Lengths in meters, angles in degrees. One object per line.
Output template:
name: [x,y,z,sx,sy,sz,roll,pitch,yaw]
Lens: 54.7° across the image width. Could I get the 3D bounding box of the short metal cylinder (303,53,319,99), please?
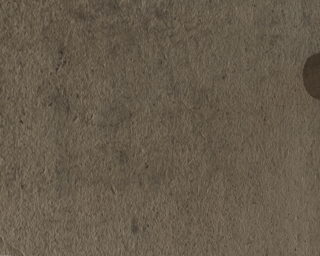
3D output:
short metal cylinder: [0.281,-0.087,0.499,0.081,0.050,0.080,0,90,-20]
